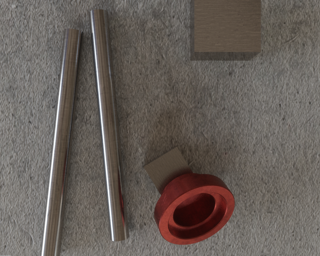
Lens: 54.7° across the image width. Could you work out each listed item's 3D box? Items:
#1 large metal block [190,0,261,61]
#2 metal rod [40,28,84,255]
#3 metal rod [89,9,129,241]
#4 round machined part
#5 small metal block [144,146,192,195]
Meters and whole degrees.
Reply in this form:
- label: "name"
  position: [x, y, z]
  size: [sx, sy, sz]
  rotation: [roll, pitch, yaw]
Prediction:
- label: "large metal block"
  position: [0.082, -0.132, 0.399]
  size: [0.081, 0.050, 0.079]
  rotation: [0, 90, -1]
- label: "metal rod"
  position: [-0.129, 0.021, 0.408]
  size: [0.025, 0.025, 0.298]
  rotation: [6, 90, -1]
- label: "metal rod"
  position: [-0.067, -0.003, 0.409]
  size: [0.025, 0.025, 0.298]
  rotation: [-5, 90, -1]
- label: "round machined part"
  position: [0.039, 0.095, 0.387]
  size: [0.099, 0.042, 0.097]
  rotation: [-10, 123, -15]
- label: "small metal block"
  position: [0.013, 0.058, 0.410]
  size: [0.050, 0.025, 0.050]
  rotation: [-31, 90, -1]
